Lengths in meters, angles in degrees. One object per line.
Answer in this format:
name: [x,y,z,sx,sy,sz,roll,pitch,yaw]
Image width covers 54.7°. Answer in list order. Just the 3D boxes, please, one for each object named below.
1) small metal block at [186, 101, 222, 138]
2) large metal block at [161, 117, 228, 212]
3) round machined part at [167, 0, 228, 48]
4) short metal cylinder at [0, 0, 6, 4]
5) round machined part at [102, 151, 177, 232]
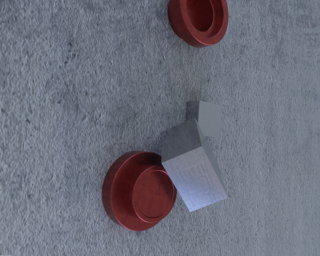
small metal block: [0.065,-0.012,0.462,0.050,0.025,0.050,7,86,-40]
large metal block: [0.042,0.045,0.399,0.080,0.050,0.080,61,12,-22]
round machined part: [0.049,-0.162,0.437,0.099,0.042,0.097,0,90,-40]
short metal cylinder: [-0.156,-0.148,0.258,0.081,0.050,0.079,0,90,-40]
round machined part: [-0.017,0.078,0.381,0.099,0.042,0.097,0,90,-40]
